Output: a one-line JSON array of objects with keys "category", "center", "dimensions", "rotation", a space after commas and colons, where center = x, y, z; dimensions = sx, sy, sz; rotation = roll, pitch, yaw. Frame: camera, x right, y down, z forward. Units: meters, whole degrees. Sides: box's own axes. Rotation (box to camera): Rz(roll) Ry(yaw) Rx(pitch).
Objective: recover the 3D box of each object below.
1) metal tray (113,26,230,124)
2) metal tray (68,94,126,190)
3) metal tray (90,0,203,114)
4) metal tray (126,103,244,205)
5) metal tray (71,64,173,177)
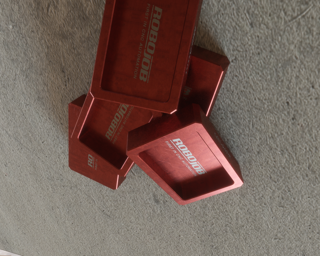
[{"category": "metal tray", "center": [0.004, -0.060, 0.365], "dimensions": [0.130, 0.030, 0.089], "rotation": [24, 127, 13]}, {"category": "metal tray", "center": [-0.091, 0.024, 0.465], "dimensions": [0.090, 0.030, 0.129], "rotation": [22, 127, 14]}, {"category": "metal tray", "center": [-0.013, -0.086, 0.313], "dimensions": [0.090, 0.030, 0.129], "rotation": [12, 96, 9]}, {"category": "metal tray", "center": [0.033, 0.038, 0.366], "dimensions": [0.090, 0.030, 0.130], "rotation": [-24, 131, 19]}, {"category": "metal tray", "center": [-0.052, -0.007, 0.388], "dimensions": [0.090, 0.030, 0.129], "rotation": [36, 129, 4]}]
